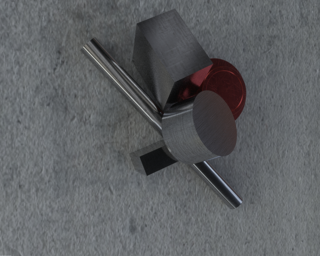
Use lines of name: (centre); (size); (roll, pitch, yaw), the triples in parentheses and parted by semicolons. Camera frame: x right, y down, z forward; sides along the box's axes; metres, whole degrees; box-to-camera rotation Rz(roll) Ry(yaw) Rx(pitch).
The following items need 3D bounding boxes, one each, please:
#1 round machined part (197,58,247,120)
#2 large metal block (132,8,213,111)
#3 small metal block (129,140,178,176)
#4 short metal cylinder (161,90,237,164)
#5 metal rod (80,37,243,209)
round machined part: (0.080, -0.049, 0.431); (0.099, 0.042, 0.097); (0, 90, -21)
large metal block: (0.010, -0.079, 0.374); (0.050, 0.080, 0.080); (-28, 78, -17)
small metal block: (-0.007, 0.036, 0.396); (0.050, 0.050, 0.025); (-23, 97, -19)
short metal cylinder: (0.049, 0.000, 0.376); (0.080, 0.050, 0.080); (18, 62, -38)
metal rod: (0.011, 0.003, 0.416); (0.025, 0.025, 0.300); (-47, 105, -14)
